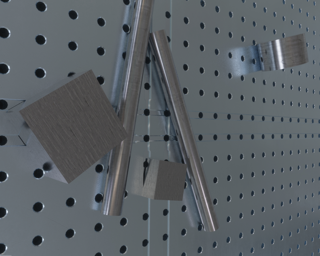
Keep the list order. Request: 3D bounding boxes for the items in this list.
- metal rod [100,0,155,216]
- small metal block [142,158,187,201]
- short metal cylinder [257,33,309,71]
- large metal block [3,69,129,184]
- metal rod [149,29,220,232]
[{"bbox_3d":[-0.036,-0.047,0.378,0.025,0.025,0.298,14,81,-39],"label":"metal rod"},{"bbox_3d":[0.007,0.070,0.415,0.050,0.025,0.050,14,81,-39],"label":"small metal block"},{"bbox_3d":[0.221,-0.136,0.558,0.081,0.080,0.050,-23,105,-38],"label":"short metal cylinder"},{"bbox_3d":[-0.092,-0.003,0.315,0.080,0.050,0.080,-41,115,-32],"label":"large metal block"},{"bbox_3d":[0.037,0.013,0.439,0.025,0.025,0.298,-28,107,-37],"label":"metal rod"}]
